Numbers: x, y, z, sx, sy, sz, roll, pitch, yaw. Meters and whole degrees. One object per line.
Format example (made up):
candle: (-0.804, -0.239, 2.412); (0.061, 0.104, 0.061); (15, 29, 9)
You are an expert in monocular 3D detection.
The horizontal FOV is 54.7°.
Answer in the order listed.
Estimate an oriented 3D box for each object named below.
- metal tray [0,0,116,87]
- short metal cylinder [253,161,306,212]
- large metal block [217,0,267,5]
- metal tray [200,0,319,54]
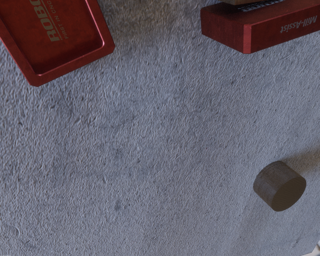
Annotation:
metal tray: (-0.106, -0.112, 0.276); (0.090, 0.030, 0.129); (-28, 128, -11)
short metal cylinder: (0.224, 0.109, 0.581); (0.081, 0.050, 0.079); (-14, 124, -21)
large metal block: (0.102, -0.183, 0.333); (0.081, 0.050, 0.079); (-16, 125, -19)
metal tray: (0.124, -0.128, 0.353); (0.131, 0.090, 0.030); (-21, 127, -16)
